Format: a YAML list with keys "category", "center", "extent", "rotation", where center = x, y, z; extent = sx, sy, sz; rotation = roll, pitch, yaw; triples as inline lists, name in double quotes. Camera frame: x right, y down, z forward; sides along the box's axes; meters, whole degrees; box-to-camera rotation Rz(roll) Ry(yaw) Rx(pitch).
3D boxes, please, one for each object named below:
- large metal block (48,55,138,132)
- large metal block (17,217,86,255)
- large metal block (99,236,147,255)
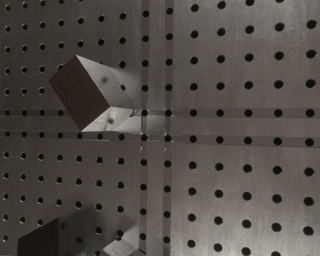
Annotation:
- category: "large metal block"
  center: [-0.085, -0.042, 0.412]
  extent: [0.050, 0.080, 0.080]
  rotation: [-38, 78, 16]
- category: "large metal block"
  center: [-0.152, 0.184, 0.433]
  extent: [0.080, 0.050, 0.080]
  rotation: [-30, 50, 17]
- category: "large metal block"
  center: [-0.051, 0.210, 0.416]
  extent: [0.080, 0.050, 0.080]
  rotation: [30, 100, 17]
